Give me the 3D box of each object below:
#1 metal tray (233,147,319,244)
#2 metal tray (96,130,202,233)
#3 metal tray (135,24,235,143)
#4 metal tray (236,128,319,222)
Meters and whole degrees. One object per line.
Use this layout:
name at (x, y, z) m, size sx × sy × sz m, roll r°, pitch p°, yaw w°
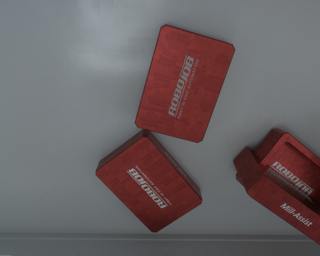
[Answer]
metal tray at (0.163, 0.087, 0.409) m, size 0.130 × 0.090 × 0.030 m, roll 35°, pitch 108°, yaw -12°
metal tray at (-0.014, 0.077, 0.437) m, size 0.090 × 0.030 × 0.130 m, roll -36°, pitch 106°, yaw 12°
metal tray at (0.028, -0.054, 0.389) m, size 0.091 × 0.030 × 0.129 m, roll 15°, pitch 109°, yaw -6°
metal tray at (0.182, 0.073, 0.426) m, size 0.130 × 0.030 × 0.090 m, roll 36°, pitch 94°, yaw -13°
